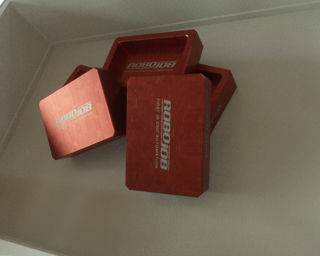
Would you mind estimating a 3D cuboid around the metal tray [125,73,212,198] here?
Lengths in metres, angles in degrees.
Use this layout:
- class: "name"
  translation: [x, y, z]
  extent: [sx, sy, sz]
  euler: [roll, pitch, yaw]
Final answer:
- class: "metal tray"
  translation: [0.009, 0.007, 0.349]
  extent: [0.090, 0.030, 0.129]
  euler: [2, 91, 22]

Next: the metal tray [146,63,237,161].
- class: "metal tray"
  translation: [0.029, -0.023, 0.398]
  extent: [0.090, 0.030, 0.130]
  euler: [21, 73, 35]

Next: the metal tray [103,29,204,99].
- class: "metal tray"
  translation: [-0.015, -0.084, 0.420]
  extent: [0.130, 0.030, 0.090]
  euler: [4, 63, 29]

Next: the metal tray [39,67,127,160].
- class: "metal tray"
  translation: [-0.106, -0.016, 0.420]
  extent: [0.130, 0.030, 0.090]
  euler: [-21, 82, 34]

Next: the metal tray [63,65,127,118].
- class: "metal tray"
  translation: [-0.102, -0.043, 0.476]
  extent: [0.130, 0.030, 0.090]
  euler: [21, 73, 35]
